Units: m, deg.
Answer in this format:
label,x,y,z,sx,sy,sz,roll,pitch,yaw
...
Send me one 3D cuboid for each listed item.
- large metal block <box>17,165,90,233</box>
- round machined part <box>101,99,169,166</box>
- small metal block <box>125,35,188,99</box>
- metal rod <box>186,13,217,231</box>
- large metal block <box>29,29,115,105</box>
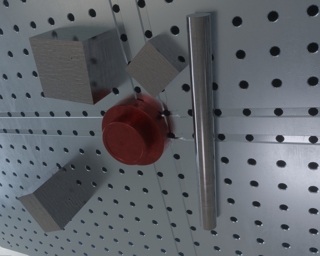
label,x,y,z,sx,sy,sz,roll,pitch,yaw
large metal block,-0.186,0.125,0.551,0.050,0.080,0.080,-21,107,36
round machined part,-0.040,0.012,0.429,0.098,0.042,0.097,13,124,21
small metal block,-0.005,-0.072,0.369,0.050,0.025,0.050,45,129,-4
metal rod,0.056,0.013,0.390,0.025,0.025,0.298,7,122,24
large metal block,-0.112,-0.082,0.403,0.080,0.050,0.079,10,123,22
